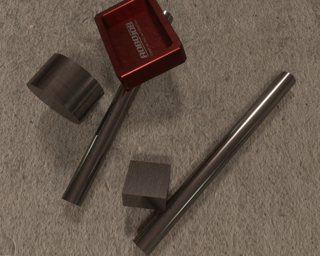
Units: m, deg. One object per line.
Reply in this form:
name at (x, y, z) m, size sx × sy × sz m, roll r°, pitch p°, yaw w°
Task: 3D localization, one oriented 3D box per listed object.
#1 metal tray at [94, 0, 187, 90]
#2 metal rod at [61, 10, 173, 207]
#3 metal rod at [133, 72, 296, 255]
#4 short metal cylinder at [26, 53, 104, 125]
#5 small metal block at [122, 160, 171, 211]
metal tray at (-0.030, -0.125, 0.426) m, size 0.090 × 0.030 × 0.130 m, roll -26°, pitch 59°, yaw 3°
metal rod at (-0.049, -0.039, 0.421) m, size 0.025 × 0.025 × 0.300 m, roll 22°, pitch 71°, yaw 7°
metal rod at (0.079, 0.034, 0.396) m, size 0.025 × 0.025 × 0.301 m, roll 41°, pitch 74°, yaw 13°
short metal cylinder at (-0.119, -0.048, 0.395) m, size 0.080 × 0.080 × 0.050 m, roll 32°, pitch 73°, yaw 10°
small metal block at (-0.015, 0.068, 0.371) m, size 0.050 × 0.025 × 0.050 m, roll 6°, pitch 43°, yaw 5°
